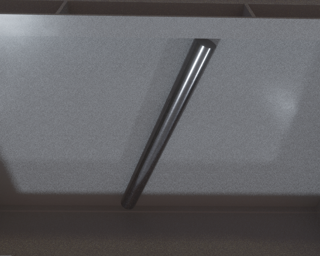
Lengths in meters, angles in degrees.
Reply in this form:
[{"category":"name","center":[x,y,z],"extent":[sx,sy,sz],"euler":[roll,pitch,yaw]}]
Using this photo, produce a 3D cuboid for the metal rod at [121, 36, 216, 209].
[{"category":"metal rod","center":[-0.002,0.016,0.419],"extent":[0.025,0.025,0.298],"euler":[15,129,-13]}]
